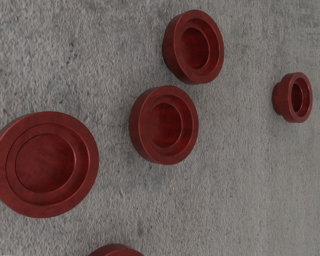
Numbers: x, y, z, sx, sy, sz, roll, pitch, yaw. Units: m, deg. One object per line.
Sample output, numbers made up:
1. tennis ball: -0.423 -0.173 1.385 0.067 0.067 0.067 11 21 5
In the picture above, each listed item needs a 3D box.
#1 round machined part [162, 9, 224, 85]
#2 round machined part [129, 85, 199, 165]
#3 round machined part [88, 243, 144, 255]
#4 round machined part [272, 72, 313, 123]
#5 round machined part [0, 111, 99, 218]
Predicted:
1. round machined part: 0.041 -0.108 0.428 0.099 0.042 0.097 0 90 -40
2. round machined part: 0.001 -0.003 0.394 0.099 0.042 0.097 0 90 -40
3. round machined part: -0.059 0.178 0.344 0.099 0.042 0.097 0 90 -40
4. round machined part: 0.257 -0.059 0.608 0.099 0.042 0.097 0 90 -40
5. round machined part: -0.113 0.033 0.299 0.099 0.042 0.097 0 90 -40
